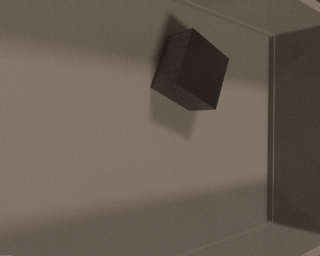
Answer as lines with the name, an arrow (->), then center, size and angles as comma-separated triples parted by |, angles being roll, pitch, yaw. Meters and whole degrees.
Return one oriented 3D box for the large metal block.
large metal block -> 0.043, -0.077, 0.428 | 0.080, 0.050, 0.080 | 27, 73, -37
